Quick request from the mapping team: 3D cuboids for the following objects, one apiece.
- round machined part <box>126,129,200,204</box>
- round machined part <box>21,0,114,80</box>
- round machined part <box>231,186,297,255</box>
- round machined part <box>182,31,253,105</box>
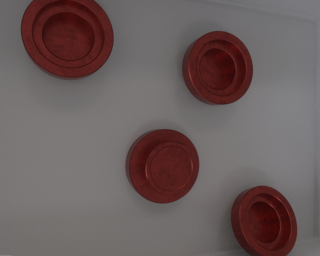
[{"bbox_3d":[0.008,0.050,0.404,0.099,0.042,0.097,0,90,-20],"label":"round machined part"},{"bbox_3d":[-0.107,-0.105,0.362,0.099,0.042,0.097,0,90,-20],"label":"round machined part"},{"bbox_3d":[0.142,0.135,0.443,0.099,0.042,0.098,9,65,-21],"label":"round machined part"},{"bbox_3d":[0.075,-0.080,0.429,0.099,0.042,0.097,0,90,-20],"label":"round machined part"}]
